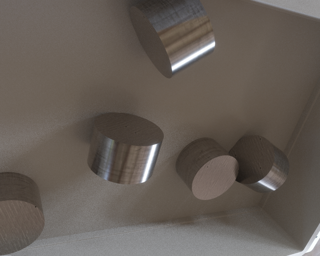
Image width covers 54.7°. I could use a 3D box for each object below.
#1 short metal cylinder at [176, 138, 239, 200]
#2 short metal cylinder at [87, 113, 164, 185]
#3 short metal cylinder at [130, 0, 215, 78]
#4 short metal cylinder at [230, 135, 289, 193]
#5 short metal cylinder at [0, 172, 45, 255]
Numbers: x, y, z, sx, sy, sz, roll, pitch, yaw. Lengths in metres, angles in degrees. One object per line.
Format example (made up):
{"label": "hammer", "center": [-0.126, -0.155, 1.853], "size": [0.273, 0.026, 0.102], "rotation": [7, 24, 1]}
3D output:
{"label": "short metal cylinder", "center": [0.071, 0.061, 0.469], "size": [0.081, 0.050, 0.079], "rotation": [-14, 124, -21]}
{"label": "short metal cylinder", "center": [-0.041, 0.022, 0.364], "size": [0.081, 0.080, 0.050], "rotation": [2, 118, -29]}
{"label": "short metal cylinder", "center": [0.012, -0.098, 0.318], "size": [0.050, 0.080, 0.080], "rotation": [-32, 129, -8]}
{"label": "short metal cylinder", "center": [0.156, 0.058, 0.493], "size": [0.050, 0.080, 0.080], "rotation": [31, 101, -38]}
{"label": "short metal cylinder", "center": [-0.178, 0.098, 0.356], "size": [0.081, 0.050, 0.079], "rotation": [-14, 124, -21]}
